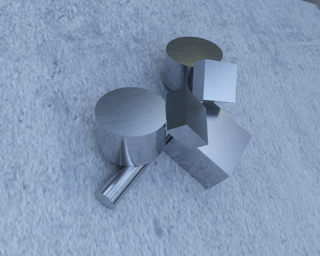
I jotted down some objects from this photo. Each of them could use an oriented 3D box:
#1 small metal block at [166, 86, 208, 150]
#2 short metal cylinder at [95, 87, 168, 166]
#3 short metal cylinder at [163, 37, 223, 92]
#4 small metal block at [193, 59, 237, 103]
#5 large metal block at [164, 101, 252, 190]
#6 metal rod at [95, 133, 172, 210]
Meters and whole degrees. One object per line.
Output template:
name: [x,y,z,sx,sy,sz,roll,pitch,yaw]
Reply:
small metal block: [0.031,-0.010,0.350,0.050,0.025,0.050,40,42,-45]
short metal cylinder: [-0.032,-0.003,0.357,0.081,0.050,0.080,3,45,-3]
short metal cylinder: [0.047,-0.091,0.453,0.081,0.050,0.080,3,45,-3]
small metal block: [0.071,-0.059,0.401,0.050,0.025,0.050,2,91,-28]
large metal block: [0.063,0.020,0.411,0.080,0.050,0.080,41,51,0]
metal rod: [0.019,-0.010,0.423,0.025,0.025,0.301,42,51,0]
